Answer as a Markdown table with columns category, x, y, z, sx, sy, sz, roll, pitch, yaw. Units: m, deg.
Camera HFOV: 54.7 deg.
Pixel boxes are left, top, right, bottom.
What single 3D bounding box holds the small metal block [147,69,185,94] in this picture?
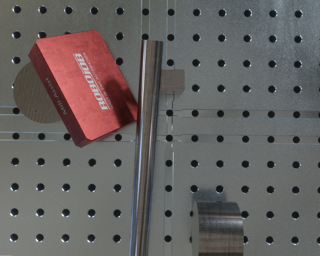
| category | x | y | z | sx | sy | sz | roll | pitch | yaw |
| --- | --- | --- | --- | --- | --- | --- | --- | --- | --- |
| small metal block | 0.005 | -0.059 | 0.401 | 0.050 | 0.050 | 0.025 | -1 | 90 | 0 |

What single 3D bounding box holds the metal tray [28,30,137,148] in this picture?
| category | x | y | z | sx | sy | sz | roll | pitch | yaw |
| --- | --- | --- | --- | --- | --- | --- | --- | --- | --- |
| metal tray | -0.089 | -0.052 | 0.383 | 0.091 | 0.030 | 0.130 | -28 | 90 | -42 |

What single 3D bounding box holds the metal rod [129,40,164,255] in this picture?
| category | x | y | z | sx | sy | sz | roll | pitch | yaw |
| --- | --- | --- | --- | --- | --- | --- | --- | --- | --- |
| metal rod | -0.019 | 0.046 | 0.382 | 0.025 | 0.025 | 0.298 | 4 | 102 | 0 |

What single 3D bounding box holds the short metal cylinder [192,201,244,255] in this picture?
| category | x | y | z | sx | sy | sz | roll | pitch | yaw |
| --- | --- | --- | --- | --- | --- | --- | --- | --- | --- |
| short metal cylinder | 0.069 | 0.132 | 0.386 | 0.050 | 0.080 | 0.079 | 2 | 90 | 0 |

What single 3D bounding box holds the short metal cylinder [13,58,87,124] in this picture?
| category | x | y | z | sx | sy | sz | roll | pitch | yaw |
| --- | --- | --- | --- | --- | --- | --- | --- | --- | --- |
| short metal cylinder | -0.137 | -0.045 | 0.399 | 0.081 | 0.050 | 0.079 | 0 | 90 | 0 |
